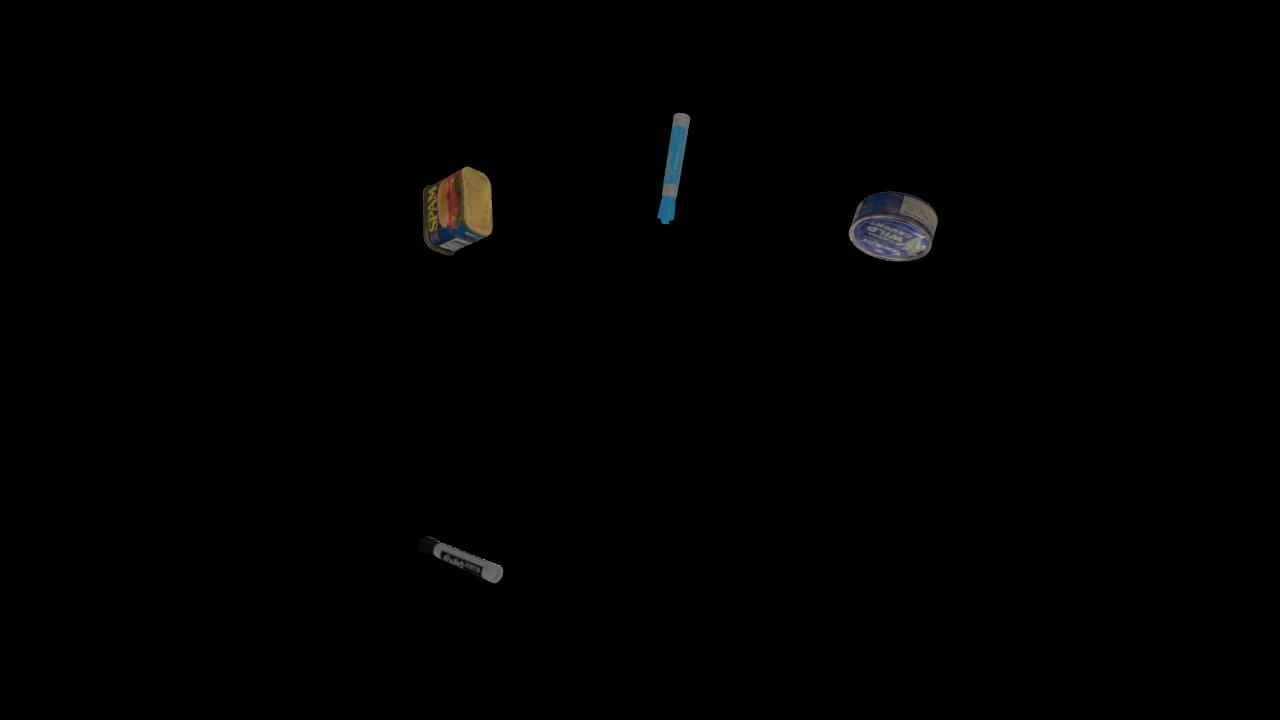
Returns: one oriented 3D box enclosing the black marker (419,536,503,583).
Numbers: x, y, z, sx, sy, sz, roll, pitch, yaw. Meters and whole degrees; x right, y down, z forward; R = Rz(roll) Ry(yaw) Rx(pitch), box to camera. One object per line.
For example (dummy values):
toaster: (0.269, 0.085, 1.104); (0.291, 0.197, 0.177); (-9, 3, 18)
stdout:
black marker: (-0.204, 0.221, 0.688); (0.121, 0.020, 0.020); (9, 5, 30)

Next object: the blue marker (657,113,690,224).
blue marker: (0.037, -0.210, 0.679); (0.020, 0.121, 0.020); (9, -1, 0)

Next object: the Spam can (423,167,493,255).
Spam can: (-0.256, -0.210, 0.870); (0.085, 0.101, 0.058); (-13, -15, 32)

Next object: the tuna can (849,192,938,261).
tuna can: (0.268, -0.141, 0.651); (0.084, 0.034, 0.084); (21, -15, 6)
